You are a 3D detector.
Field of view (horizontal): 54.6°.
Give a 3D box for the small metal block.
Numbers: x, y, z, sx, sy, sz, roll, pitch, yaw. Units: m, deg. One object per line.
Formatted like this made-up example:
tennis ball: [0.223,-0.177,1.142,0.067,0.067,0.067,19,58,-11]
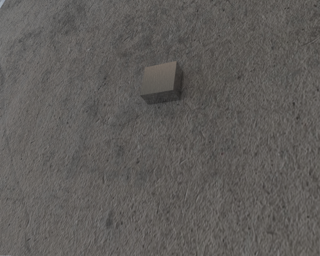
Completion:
small metal block: [0.003,-0.064,0.442,0.050,0.025,0.050,-7,59,25]
